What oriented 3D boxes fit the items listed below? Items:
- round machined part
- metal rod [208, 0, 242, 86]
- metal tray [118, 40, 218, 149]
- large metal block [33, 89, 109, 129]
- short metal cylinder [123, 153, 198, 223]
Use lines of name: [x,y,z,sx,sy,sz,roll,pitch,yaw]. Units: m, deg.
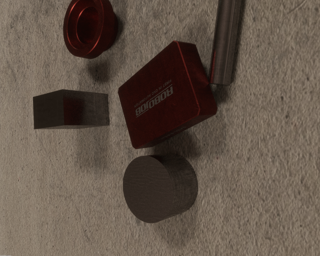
round machined part: [-0.102,-0.155,0.476,0.098,0.042,0.097,0,90,39]
metal rod: [0.083,-0.196,0.334,0.025,0.025,0.298,11,97,39]
metal tray: [0.002,-0.035,0.383,0.130,0.030,0.090,-30,71,46]
large metal block: [-0.137,-0.026,0.479,0.080,0.081,0.050,-5,87,39]
short metal cylinder: [0.000,0.073,0.387,0.080,0.050,0.079,0,90,39]
